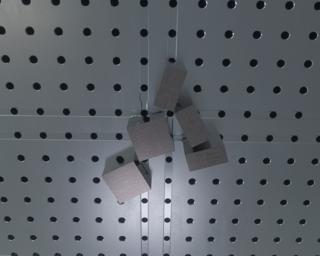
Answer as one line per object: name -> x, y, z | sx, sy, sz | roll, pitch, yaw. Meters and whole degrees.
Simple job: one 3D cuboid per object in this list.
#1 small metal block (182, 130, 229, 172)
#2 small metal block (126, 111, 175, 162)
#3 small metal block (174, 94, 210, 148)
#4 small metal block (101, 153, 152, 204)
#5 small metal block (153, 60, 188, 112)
small metal block -> 0.059, 0.030, 0.411 | 0.050, 0.050, 0.025 | -15, 110, 5
small metal block -> -0.012, 0.011, 0.417 | 0.050, 0.025, 0.050 | -17, 109, 6
small metal block -> 0.039, -0.010, 0.396 | 0.025, 0.050, 0.050 | -26, 108, 9
small metal block -> -0.046, 0.072, 0.439 | 0.050, 0.025, 0.050 | -26, 108, 9
small metal block -> 0.012, -0.054, 0.380 | 0.025, 0.050, 0.050 | 17, 109, -6
